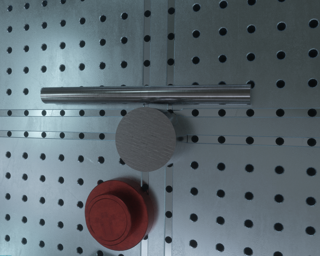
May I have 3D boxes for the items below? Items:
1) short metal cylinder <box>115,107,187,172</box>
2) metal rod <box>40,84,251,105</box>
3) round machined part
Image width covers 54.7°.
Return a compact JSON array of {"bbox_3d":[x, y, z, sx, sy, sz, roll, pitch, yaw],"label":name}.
[{"bbox_3d":[-0.010,0.014,0.403,0.080,0.050,0.079,0,90,20],"label":"short metal cylinder"},{"bbox_3d":[-0.032,-0.045,0.423,0.301,0.025,0.025,2,91,19],"label":"metal rod"},{"bbox_3d":[-0.062,0.120,0.425,0.098,0.042,0.097,0,90,20],"label":"round machined part"}]
